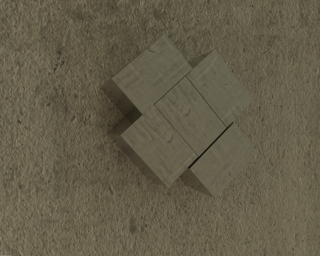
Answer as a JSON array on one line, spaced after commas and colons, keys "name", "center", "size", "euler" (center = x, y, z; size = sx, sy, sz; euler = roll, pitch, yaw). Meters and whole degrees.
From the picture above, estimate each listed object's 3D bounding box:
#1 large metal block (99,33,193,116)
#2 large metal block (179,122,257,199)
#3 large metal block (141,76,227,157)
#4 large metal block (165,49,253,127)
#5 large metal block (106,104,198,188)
[{"name": "large metal block", "center": [-0.020, -0.060, 0.375], "size": [0.080, 0.080, 0.050], "euler": [-44, 104, -15]}, {"name": "large metal block", "center": [0.064, 0.038, 0.406], "size": [0.080, 0.080, 0.050], "euler": [-44, 104, -15]}, {"name": "large metal block", "center": [0.023, -0.013, 0.391], "size": [0.050, 0.080, 0.080], "euler": [-44, 104, -15]}, {"name": "large metal block", "center": [0.058, -0.047, 0.404], "size": [0.050, 0.080, 0.080], "euler": [-44, 104, -15]}, {"name": "large metal block", "center": [-0.013, 0.020, 0.378], "size": [0.050, 0.080, 0.080], "euler": [-44, 104, -15]}]
